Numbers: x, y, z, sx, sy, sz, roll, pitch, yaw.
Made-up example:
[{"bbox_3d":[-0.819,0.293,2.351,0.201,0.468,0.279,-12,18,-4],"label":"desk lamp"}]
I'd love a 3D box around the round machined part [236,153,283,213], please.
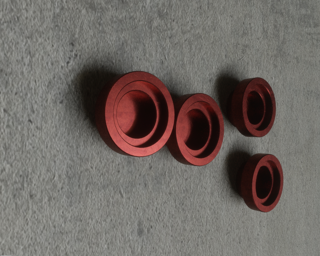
[{"bbox_3d":[0.168,0.092,0.535,0.099,0.042,0.097,0,90,-40],"label":"round machined part"}]

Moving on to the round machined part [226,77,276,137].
[{"bbox_3d":[0.149,-0.034,0.518,0.099,0.042,0.097,0,90,-40],"label":"round machined part"}]

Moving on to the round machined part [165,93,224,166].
[{"bbox_3d":[0.042,0.002,0.427,0.099,0.042,0.097,-1,91,-42],"label":"round machined part"}]

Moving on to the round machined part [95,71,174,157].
[{"bbox_3d":[-0.033,-0.016,0.366,0.099,0.042,0.097,0,90,-40],"label":"round machined part"}]
